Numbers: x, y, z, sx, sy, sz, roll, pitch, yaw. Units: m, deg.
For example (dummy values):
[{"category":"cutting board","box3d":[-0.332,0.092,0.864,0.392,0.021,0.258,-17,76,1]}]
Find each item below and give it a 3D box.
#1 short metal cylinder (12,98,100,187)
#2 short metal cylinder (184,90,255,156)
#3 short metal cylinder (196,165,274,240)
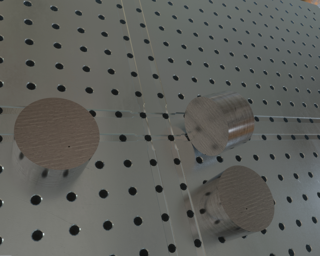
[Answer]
[{"category":"short metal cylinder","box3d":[-0.109,0.015,0.324,0.081,0.050,0.080,14,56,-21]},{"category":"short metal cylinder","box3d":[0.079,-0.007,0.420,0.050,0.080,0.080,-16,70,-34]},{"category":"short metal cylinder","box3d":[0.093,0.093,0.385,0.081,0.050,0.080,14,56,-21]}]
